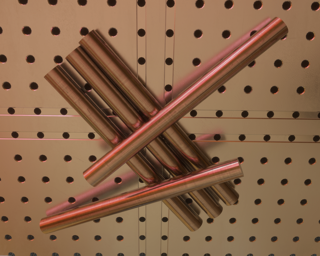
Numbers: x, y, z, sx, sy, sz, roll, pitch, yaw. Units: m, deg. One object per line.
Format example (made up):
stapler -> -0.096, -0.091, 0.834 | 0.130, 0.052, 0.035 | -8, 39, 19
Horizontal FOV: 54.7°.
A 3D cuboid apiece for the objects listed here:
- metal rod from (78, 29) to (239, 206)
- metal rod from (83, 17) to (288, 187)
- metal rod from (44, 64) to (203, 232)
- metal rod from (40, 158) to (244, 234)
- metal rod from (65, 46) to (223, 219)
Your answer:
metal rod -> 0.008, -0.003, 0.412 | 0.025, 0.025, 0.300 | -39, 106, 13
metal rod -> 0.028, -0.029, 0.381 | 0.300, 0.025, 0.025 | -39, 106, 4
metal rod -> -0.040, 0.038, 0.426 | 0.025, 0.025, 0.300 | -37, 106, 12
metal rod -> -0.036, 0.098, 0.427 | 0.301, 0.025, 0.025 | -20, 109, 15
metal rod -> -0.012, 0.016, 0.419 | 0.025, 0.025, 0.300 | -37, 106, 12
